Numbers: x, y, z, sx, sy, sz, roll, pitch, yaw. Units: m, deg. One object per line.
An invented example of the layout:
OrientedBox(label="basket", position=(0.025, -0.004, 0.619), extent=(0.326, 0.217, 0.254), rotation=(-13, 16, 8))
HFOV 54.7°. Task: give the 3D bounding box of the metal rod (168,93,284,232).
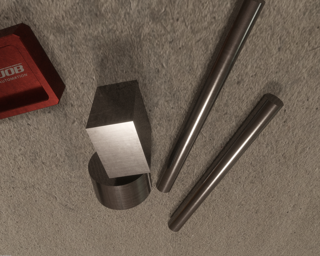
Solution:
OrientedBox(label="metal rod", position=(0.083, 0.070, 0.468), extent=(0.025, 0.025, 0.298), rotation=(17, 128, -15))

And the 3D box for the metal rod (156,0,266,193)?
OrientedBox(label="metal rod", position=(0.048, -0.017, 0.392), extent=(0.025, 0.025, 0.298), rotation=(13, 129, -11))

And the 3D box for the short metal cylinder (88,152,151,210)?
OrientedBox(label="short metal cylinder", position=(-0.053, 0.064, 0.425), extent=(0.080, 0.080, 0.050), rotation=(-3, 130, 2))

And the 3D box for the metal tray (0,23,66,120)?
OrientedBox(label="metal tray", position=(-0.189, -0.056, 0.353), extent=(0.131, 0.030, 0.090), rotation=(-13, 129, 10))

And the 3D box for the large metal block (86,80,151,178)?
OrientedBox(label="large metal block", position=(-0.044, 0.001, 0.371), extent=(0.050, 0.080, 0.080), rotation=(-9, 130, 7))
